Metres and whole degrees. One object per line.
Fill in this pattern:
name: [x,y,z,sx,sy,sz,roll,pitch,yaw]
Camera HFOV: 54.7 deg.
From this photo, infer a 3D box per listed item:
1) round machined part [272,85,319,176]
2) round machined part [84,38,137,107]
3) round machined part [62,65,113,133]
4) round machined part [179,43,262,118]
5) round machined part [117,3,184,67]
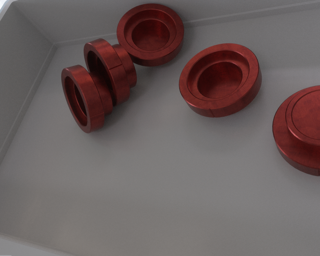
round machined part: [0.164,-0.004,0.311,0.098,0.042,0.098,-13,56,21]
round machined part: [-0.069,-0.084,0.454,0.042,0.097,0.098,-28,47,-23]
round machined part: [-0.103,-0.045,0.451,0.042,0.097,0.098,-23,45,-27]
round machined part: [0.077,-0.055,0.388,0.098,0.042,0.098,-13,56,21]
round machined part: [-0.013,-0.135,0.469,0.099,0.042,0.098,-1,71,2]
